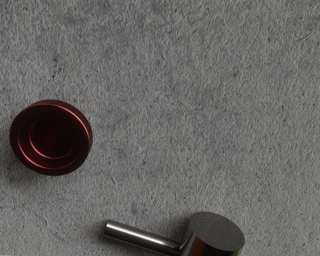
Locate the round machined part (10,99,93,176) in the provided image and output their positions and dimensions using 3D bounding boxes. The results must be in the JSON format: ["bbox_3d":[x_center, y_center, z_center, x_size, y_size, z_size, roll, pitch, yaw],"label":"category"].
[{"bbox_3d":[-0.136,0.010,0.402,0.099,0.042,0.097,0,110,-1],"label":"round machined part"}]

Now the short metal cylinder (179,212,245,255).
[{"bbox_3d":[0.074,0.165,0.443,0.081,0.080,0.050,14,109,-6],"label":"short metal cylinder"}]

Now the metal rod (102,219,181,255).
[{"bbox_3d":[0.058,0.201,0.484,0.302,0.025,0.025,21,109,-8],"label":"metal rod"}]
